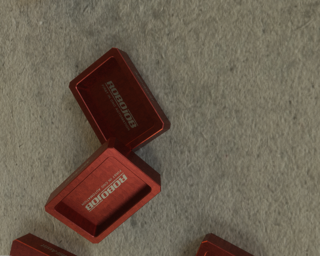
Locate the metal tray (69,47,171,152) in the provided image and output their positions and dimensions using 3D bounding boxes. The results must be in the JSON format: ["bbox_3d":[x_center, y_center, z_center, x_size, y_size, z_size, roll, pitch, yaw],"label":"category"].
[{"bbox_3d":[-0.057,-0.032,0.425,0.090,0.030,0.130,-34,79,16],"label":"metal tray"}]

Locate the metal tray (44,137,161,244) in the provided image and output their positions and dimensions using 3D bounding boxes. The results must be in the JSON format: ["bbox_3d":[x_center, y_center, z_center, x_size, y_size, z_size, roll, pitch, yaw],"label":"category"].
[{"bbox_3d":[-0.074,0.085,0.408,0.130,0.030,0.090,-42,109,15],"label":"metal tray"}]

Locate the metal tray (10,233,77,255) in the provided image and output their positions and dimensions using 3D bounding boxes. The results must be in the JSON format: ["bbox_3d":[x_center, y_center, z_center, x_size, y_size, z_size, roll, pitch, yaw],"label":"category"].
[{"bbox_3d":[-0.169,0.226,0.464,0.130,0.030,0.089,16,95,18],"label":"metal tray"}]

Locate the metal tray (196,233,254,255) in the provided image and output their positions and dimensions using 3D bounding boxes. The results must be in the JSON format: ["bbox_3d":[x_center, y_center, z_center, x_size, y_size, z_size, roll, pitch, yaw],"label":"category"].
[{"bbox_3d":[0.072,0.210,0.380,0.090,0.030,0.129,24,98,18],"label":"metal tray"}]
